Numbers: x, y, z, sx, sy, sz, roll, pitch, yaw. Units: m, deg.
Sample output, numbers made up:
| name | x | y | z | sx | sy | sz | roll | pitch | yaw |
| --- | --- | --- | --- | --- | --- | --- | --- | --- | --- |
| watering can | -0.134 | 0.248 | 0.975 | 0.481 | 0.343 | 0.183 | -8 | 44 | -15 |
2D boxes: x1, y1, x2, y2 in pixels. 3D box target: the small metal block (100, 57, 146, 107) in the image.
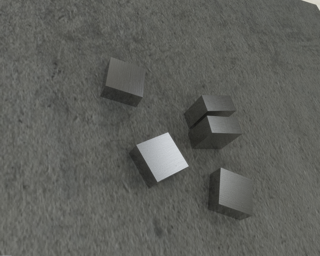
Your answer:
| name | x | y | z | sx | sy | sz | roll | pitch | yaw |
| --- | --- | --- | --- | --- | --- | --- | --- | --- | --- |
| small metal block | -0.049 | -0.061 | 0.416 | 0.050 | 0.025 | 0.050 | 16 | 55 | -20 |

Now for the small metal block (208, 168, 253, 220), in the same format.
| name | x | y | z | sx | sy | sz | roll | pitch | yaw |
| --- | --- | --- | --- | --- | --- | --- | --- | --- | --- |
| small metal block | 0.092 | 0.086 | 0.403 | 0.050 | 0.025 | 0.050 | 22 | 53 | -15 |

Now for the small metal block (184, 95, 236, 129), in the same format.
| name | x | y | z | sx | sy | sz | roll | pitch | yaw |
| --- | --- | --- | --- | --- | --- | --- | --- | --- | --- |
| small metal block | 0.070 | -0.023 | 0.442 | 0.050 | 0.050 | 0.025 | -3 | 63 | -30 |

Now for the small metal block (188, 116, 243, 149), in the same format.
| name | x | y | z | sx | sy | sz | roll | pitch | yaw |
| --- | --- | --- | --- | --- | --- | --- | --- | --- | --- |
| small metal block | 0.075 | 0.007 | 0.426 | 0.050 | 0.050 | 0.025 | 2 | 61 | -28 |

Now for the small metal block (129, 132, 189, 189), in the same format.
| name | x | y | z | sx | sy | sz | roll | pitch | yaw |
| --- | --- | --- | --- | --- | --- | --- | --- | --- | --- |
| small metal block | -0.002 | 0.039 | 0.381 | 0.050 | 0.025 | 0.050 | -21 | 73 | -36 |
